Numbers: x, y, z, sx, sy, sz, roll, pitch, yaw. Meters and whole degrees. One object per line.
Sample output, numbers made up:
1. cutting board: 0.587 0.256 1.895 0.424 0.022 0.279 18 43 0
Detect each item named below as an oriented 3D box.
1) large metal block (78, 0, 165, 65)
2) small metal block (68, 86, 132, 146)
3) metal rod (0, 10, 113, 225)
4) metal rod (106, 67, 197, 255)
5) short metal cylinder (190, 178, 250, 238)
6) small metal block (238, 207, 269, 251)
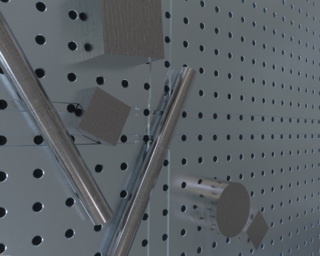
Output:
1. large metal block: -0.044 -0.118 0.356 0.081 0.050 0.079 -6 94 -40
2. small metal block: -0.067 -0.012 0.353 0.050 0.025 0.050 32 70 -36
3. metal rod: -0.123 -0.027 0.306 0.025 0.025 0.299 -37 113 -34
4. metal rod: -0.011 0.053 0.399 0.025 0.025 0.299 34 69 -35
5. short metal cylinder: 0.092 0.119 0.471 0.081 0.050 0.079 0 90 -40
6. small metal block: 0.162 0.177 0.546 0.050 0.025 0.050 -46 118 -30
